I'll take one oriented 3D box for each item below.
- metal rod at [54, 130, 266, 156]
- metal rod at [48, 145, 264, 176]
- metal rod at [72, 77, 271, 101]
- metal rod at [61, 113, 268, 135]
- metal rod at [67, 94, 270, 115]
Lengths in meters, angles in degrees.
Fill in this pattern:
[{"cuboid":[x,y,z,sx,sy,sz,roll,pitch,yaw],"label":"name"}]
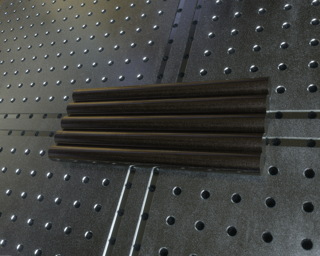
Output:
[{"cuboid":[-0.020,0.017,0.407,0.300,0.025,0.025,1,62,28],"label":"metal rod"},{"cuboid":[-0.025,0.038,0.397,0.300,0.025,0.025,0,62,27],"label":"metal rod"},{"cuboid":[-0.002,-0.050,0.439,0.300,0.025,0.025,1,62,28],"label":"metal rod"},{"cuboid":[-0.014,-0.005,0.417,0.300,0.025,0.025,1,62,28],"label":"metal rod"},{"cuboid":[-0.008,-0.028,0.428,0.300,0.025,0.025,1,62,28],"label":"metal rod"}]
